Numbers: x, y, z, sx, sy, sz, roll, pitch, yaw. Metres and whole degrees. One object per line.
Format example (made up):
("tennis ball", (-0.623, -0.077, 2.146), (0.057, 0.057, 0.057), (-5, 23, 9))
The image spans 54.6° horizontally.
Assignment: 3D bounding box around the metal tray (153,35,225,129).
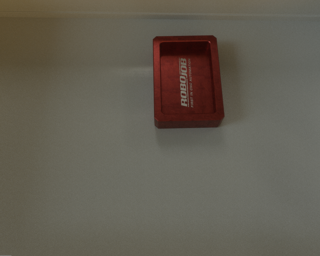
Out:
("metal tray", (0.036, -0.065, 0.431), (0.090, 0.030, 0.130), (-1, 70, -1))
